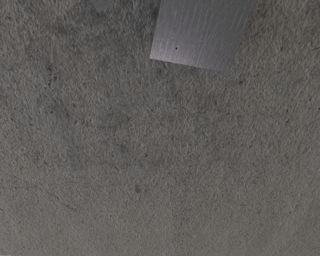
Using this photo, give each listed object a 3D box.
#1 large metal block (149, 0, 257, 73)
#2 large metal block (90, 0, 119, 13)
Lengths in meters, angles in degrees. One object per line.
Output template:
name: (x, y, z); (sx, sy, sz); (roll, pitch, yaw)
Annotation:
large metal block: (0.037, -0.107, 0.300); (0.081, 0.050, 0.079); (9, 130, -8)
large metal block: (-0.025, -0.147, 0.245); (0.080, 0.080, 0.050); (-23, 126, 18)
